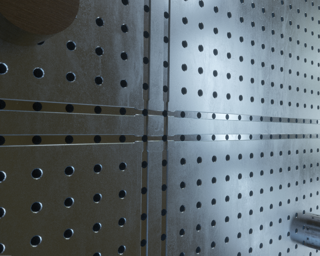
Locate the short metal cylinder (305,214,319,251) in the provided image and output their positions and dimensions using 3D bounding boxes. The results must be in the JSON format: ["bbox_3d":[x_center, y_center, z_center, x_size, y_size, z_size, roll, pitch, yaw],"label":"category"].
[{"bbox_3d":[0.381,0.245,0.718,0.081,0.050,0.079,0,90,-40],"label":"short metal cylinder"}]

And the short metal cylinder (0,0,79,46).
[{"bbox_3d":[-0.124,-0.122,0.289,0.081,0.050,0.079,0,90,-40],"label":"short metal cylinder"}]
